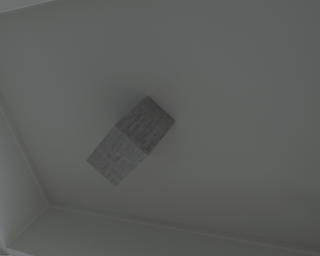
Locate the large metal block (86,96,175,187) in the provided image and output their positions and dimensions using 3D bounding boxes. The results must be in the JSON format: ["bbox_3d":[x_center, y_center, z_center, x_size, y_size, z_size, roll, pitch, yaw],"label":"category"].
[{"bbox_3d":[-0.037,0.017,0.397,0.050,0.080,0.080,43,129,-2],"label":"large metal block"}]
